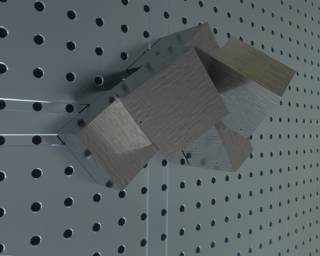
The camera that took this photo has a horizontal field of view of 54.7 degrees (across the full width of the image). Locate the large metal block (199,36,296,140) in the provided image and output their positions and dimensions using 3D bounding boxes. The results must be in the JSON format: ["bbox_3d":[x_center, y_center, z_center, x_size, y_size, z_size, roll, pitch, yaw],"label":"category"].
[{"bbox_3d":[0.094,-0.046,0.362,0.080,0.080,0.050,34,55,11],"label":"large metal block"}]

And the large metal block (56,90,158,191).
[{"bbox_3d":[-0.052,0.011,0.350,0.080,0.050,0.080,-47,118,-30],"label":"large metal block"}]

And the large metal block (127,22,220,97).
[{"bbox_3d":[0.020,-0.081,0.390,0.080,0.080,0.050,-49,120,-29],"label":"large metal block"}]

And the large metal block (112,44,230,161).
[{"bbox_3d":[0.011,-0.028,0.318,0.080,0.050,0.080,-37,116,-6],"label":"large metal block"}]

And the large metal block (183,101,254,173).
[{"bbox_3d":[0.071,0.011,0.434,0.050,0.080,0.080,-41,116,-32],"label":"large metal block"}]
